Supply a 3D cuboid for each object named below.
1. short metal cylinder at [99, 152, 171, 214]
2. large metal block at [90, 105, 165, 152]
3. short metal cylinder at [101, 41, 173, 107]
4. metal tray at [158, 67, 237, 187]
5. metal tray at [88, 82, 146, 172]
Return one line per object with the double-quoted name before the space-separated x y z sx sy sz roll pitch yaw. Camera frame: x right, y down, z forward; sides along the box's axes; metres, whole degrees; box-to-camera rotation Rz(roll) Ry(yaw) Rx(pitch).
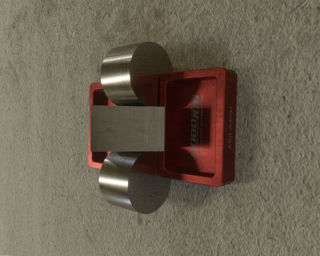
"short metal cylinder" -0.030 0.064 0.395 0.050 0.081 0.079 3 92 40
"large metal block" -0.041 0.000 0.378 0.080 0.081 0.050 -170 81 -80
"short metal cylinder" -0.027 -0.066 0.393 0.050 0.081 0.079 3 92 40
"metal tray" 0.043 -0.002 0.369 0.090 0.030 0.129 2 91 40
"metal tray" -0.065 -0.003 0.458 0.090 0.030 0.129 2 91 40
